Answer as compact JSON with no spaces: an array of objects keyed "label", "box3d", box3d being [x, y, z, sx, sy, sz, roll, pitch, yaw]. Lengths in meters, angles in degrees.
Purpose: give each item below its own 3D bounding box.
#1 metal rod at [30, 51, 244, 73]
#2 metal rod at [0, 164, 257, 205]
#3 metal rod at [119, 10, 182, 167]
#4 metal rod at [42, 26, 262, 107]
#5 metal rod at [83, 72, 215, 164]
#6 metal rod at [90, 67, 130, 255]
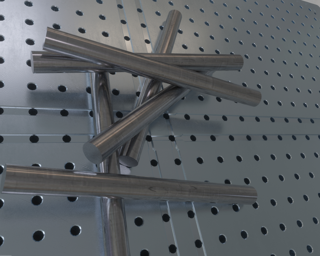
[{"label":"metal rod","box3d":[-0.010,-0.088,0.417,0.302,0.025,0.025,-6,65,-28]},{"label":"metal rod","box3d":[-0.005,0.066,0.338,0.302,0.025,0.025,11,57,-32]},{"label":"metal rod","box3d":[-0.006,-0.078,0.451,0.025,0.025,0.300,25,53,-13]},{"label":"metal rod","box3d":[0.010,-0.070,0.397,0.302,0.025,0.025,11,57,-26]},{"label":"metal rod","box3d":[0.012,-0.042,0.413,0.025,0.025,0.302,46,43,3]},{"label":"metal rod","box3d":[-0.061,0.027,0.358,0.025,0.025,0.299,3,60,-27]}]
